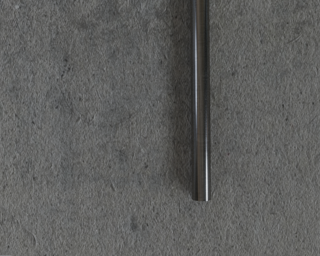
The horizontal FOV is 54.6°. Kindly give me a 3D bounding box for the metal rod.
[{"bbox_3d":[0.053,-0.055,0.410,0.025,0.025,0.298,-1,90,0],"label":"metal rod"}]
